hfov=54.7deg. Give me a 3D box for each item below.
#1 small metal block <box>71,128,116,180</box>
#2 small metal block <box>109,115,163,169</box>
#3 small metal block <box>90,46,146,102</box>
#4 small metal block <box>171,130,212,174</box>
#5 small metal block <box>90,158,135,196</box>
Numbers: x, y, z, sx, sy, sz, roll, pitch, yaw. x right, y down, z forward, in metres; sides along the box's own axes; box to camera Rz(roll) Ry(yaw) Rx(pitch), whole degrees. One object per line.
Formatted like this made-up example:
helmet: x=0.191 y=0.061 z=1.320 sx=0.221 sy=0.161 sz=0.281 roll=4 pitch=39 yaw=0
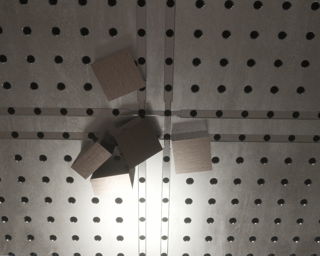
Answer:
small metal block: x=-0.086 y=0.033 z=0.411 sx=0.050 sy=0.050 sz=0.025 roll=-43 pitch=104 yaw=14
small metal block: x=-0.031 y=0.018 z=0.409 sx=0.050 sy=0.025 sz=0.050 roll=-31 pitch=109 yaw=-17
small metal block: x=-0.051 y=-0.068 z=0.388 sx=0.050 sy=0.025 sz=0.050 roll=-22 pitch=109 yaw=7
small metal block: x=0.043 y=0.033 z=0.426 sx=0.050 sy=0.025 sz=0.050 roll=-7 pitch=110 yaw=2
small metal block: x=-0.063 y=0.064 z=0.423 sx=0.050 sy=0.050 sz=0.025 roll=-9 pitch=111 yaw=3
